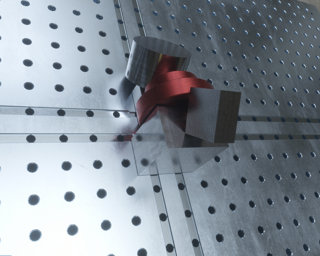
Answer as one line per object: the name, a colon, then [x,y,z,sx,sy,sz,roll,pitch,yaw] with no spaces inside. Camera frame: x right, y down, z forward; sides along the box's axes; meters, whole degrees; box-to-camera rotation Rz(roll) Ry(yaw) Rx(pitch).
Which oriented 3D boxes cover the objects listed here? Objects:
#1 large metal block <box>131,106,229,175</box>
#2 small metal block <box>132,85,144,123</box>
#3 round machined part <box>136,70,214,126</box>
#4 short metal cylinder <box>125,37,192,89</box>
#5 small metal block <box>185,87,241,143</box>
large metal block: [0.021,0.017,0.374,0.081,0.080,0.050,1,62,-28]
small metal block: [-0.006,-0.034,0.426,0.050,0.025,0.050,1,61,-28]
round machined part: [0.019,-0.034,0.380,0.099,0.097,0.042,1,62,-28]
short metal cylinder: [-0.003,-0.088,0.424,0.081,0.050,0.080,14,27,-7]
small metal block: [0.052,-0.014,0.314,0.025,0.050,0.050,2,99,-29]
